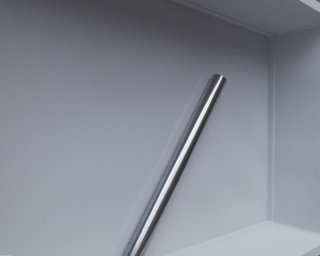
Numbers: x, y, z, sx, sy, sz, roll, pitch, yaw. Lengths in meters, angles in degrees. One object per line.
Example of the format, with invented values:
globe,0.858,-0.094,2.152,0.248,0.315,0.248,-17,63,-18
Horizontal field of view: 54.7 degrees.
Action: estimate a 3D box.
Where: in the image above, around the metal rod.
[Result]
metal rod,0.027,0.046,0.431,0.025,0.025,0.300,43,64,-32
